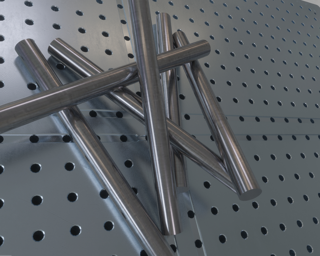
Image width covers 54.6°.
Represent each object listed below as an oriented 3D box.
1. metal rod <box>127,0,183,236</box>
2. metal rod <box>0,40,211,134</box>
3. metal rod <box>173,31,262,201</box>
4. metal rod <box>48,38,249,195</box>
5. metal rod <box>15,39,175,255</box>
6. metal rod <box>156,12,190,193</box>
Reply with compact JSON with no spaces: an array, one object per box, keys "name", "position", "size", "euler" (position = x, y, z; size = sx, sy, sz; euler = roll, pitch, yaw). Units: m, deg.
[{"name":"metal rod","position":[-0.008,-0.031,0.359],"size":[0.025,0.025,0.299],"euler":[-5,84,-31]},{"name":"metal rod","position":[-0.044,-0.062,0.373],"size":[0.302,0.025,0.025],"euler":[-27,77,-35]},{"name":"metal rod","position":[0.063,-0.040,0.421],"size":[0.025,0.025,0.300],"euler":[6,45,-25]},{"name":"metal rod","position":[-0.016,-0.016,0.385],"size":[0.300,0.025,0.025],"euler":[37,51,6]},{"name":"metal rod","position":[-0.080,0.019,0.352],"size":[0.025,0.025,0.299],"euler":[-28,77,-37]},{"name":"metal rod","position":[0.014,-0.055,0.448],"size":[0.025,0.025,0.299],"euler":[10,57,-23]}]
